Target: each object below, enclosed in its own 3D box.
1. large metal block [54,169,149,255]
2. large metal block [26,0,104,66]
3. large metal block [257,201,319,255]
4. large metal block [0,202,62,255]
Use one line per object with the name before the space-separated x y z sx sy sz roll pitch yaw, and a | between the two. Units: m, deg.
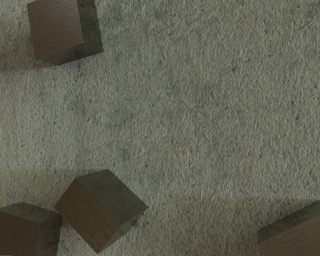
large metal block | -0.074 0.104 0.406 0.080 0.080 0.050 41 103 15
large metal block | -0.135 -0.143 0.443 0.080 0.050 0.080 -12 86 19
large metal block | 0.165 0.137 0.337 0.080 0.050 0.080 -33 79 17
large metal block | -0.201 0.165 0.467 0.080 0.050 0.079 10 93 19
